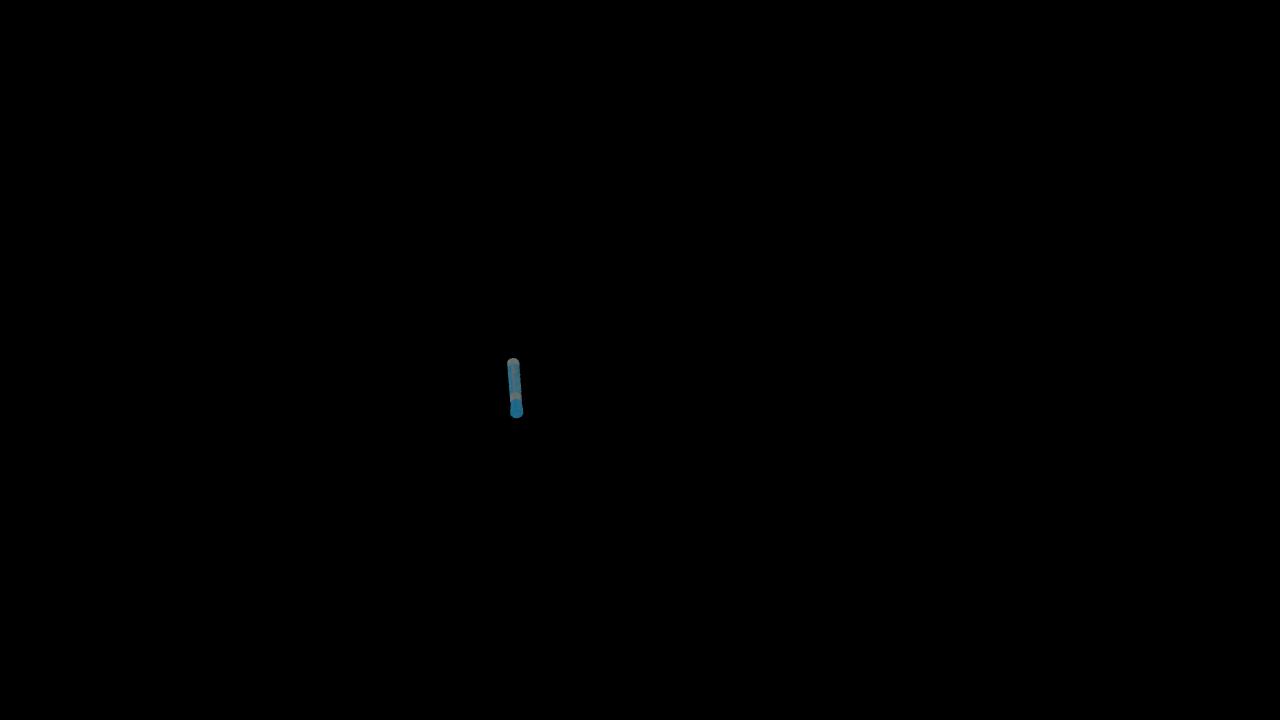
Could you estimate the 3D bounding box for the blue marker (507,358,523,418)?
[{"bbox_3d":[-0.188,0.042,0.924,0.020,0.020,0.121,0,40,-15],"label":"blue marker"}]
